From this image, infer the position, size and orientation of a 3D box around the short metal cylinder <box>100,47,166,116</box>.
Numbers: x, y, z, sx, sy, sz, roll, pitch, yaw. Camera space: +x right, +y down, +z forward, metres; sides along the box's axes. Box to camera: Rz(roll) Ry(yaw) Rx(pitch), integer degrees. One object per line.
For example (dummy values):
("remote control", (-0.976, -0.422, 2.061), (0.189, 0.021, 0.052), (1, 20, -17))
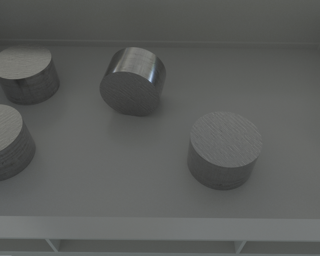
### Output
("short metal cylinder", (-0.035, -0.061, 0.421), (0.080, 0.080, 0.050), (8, 51, 6))

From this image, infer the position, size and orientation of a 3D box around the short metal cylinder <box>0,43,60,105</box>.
("short metal cylinder", (-0.194, -0.079, 0.453), (0.081, 0.050, 0.080), (0, 50, 0))

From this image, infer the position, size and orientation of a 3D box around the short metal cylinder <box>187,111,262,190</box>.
("short metal cylinder", (0.074, 0.026, 0.368), (0.081, 0.050, 0.080), (0, 50, 0))

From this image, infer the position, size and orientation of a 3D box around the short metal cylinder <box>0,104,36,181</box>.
("short metal cylinder", (-0.199, 0.017, 0.372), (0.081, 0.050, 0.080), (0, 50, 0))
